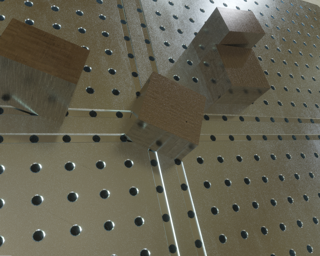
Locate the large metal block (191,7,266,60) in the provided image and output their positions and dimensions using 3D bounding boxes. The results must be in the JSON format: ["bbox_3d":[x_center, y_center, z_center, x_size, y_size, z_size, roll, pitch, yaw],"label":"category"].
[{"bbox_3d":[0.114,-0.153,0.527,0.081,0.080,0.050,-7,65,-31],"label":"large metal block"}]

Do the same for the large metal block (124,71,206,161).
[{"bbox_3d":[0.008,-0.015,0.405,0.080,0.050,0.080,24,53,-13],"label":"large metal block"}]

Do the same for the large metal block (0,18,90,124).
[{"bbox_3d":[-0.131,-0.058,0.337,0.080,0.080,0.050,21,54,-16],"label":"large metal block"}]

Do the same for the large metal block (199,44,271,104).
[{"bbox_3d":[0.121,-0.086,0.509,0.081,0.050,0.080,-1,63,-29],"label":"large metal block"}]
